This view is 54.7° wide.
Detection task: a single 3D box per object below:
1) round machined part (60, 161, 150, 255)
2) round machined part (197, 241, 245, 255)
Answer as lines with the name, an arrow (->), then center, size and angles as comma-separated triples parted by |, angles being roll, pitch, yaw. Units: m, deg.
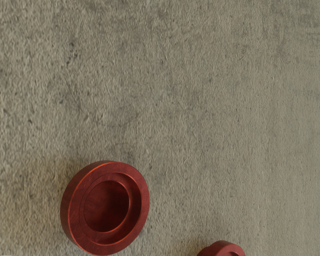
round machined part -> -0.063, 0.084, 0.341 | 0.099, 0.042, 0.097 | 0, 90, -40
round machined part -> 0.085, 0.218, 0.465 | 0.099, 0.042, 0.097 | 0, 90, -40
